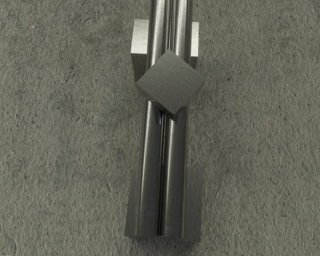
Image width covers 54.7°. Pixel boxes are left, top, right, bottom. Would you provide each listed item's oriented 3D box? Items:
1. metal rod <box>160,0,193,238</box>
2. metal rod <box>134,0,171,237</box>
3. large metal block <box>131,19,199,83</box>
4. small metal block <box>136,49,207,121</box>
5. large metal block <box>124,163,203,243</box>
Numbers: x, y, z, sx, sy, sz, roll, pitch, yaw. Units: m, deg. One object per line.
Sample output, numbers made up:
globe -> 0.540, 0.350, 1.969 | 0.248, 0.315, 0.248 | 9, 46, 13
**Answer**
metal rod -> 0.021, -0.036, 0.345 | 0.025, 0.025, 0.299 | 3, 77, 1
metal rod -> -0.005, -0.037, 0.346 | 0.025, 0.025, 0.299 | 3, 77, 1
large metal block -> 0.007, -0.098, 0.416 | 0.080, 0.080, 0.050 | 3, 70, 1
small metal block -> 0.011, -0.045, 0.322 | 0.050, 0.025, 0.050 | 41, 80, 7
large metal block -> 0.006, 0.088, 0.363 | 0.080, 0.050, 0.080 | 5, 70, 1
